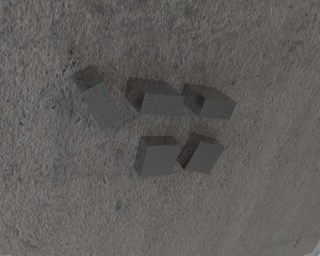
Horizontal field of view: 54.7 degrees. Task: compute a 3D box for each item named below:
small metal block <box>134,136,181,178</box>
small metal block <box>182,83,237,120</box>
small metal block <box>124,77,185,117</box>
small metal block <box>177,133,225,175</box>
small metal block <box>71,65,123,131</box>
[{"bbox_3d":[-0.004,0.039,0.428,0.050,0.025,0.050,0,119,-29],"label":"small metal block"},{"bbox_3d":[0.062,-0.035,0.403,0.050,0.050,0.025,4,117,-30],"label":"small metal block"},{"bbox_3d":[-0.008,-0.037,0.363,0.050,0.050,0.025,2,117,-30],"label":"small metal block"},{"bbox_3d":[0.061,0.039,0.464,0.050,0.025,0.050,16,110,-35],"label":"small metal block"},{"bbox_3d":[-0.068,-0.033,0.333,0.025,0.050,0.050,-29,128,-10],"label":"small metal block"}]
